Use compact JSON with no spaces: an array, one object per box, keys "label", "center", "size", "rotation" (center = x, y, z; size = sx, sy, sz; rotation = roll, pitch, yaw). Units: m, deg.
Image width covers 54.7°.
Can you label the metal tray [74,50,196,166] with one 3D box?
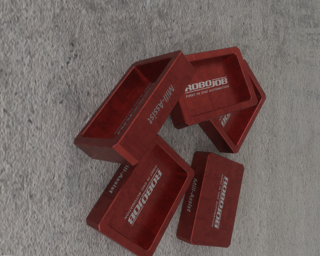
[{"label":"metal tray","center":[-0.027,-0.024,0.338],"size":[0.030,0.090,0.130],"rotation":[47,62,-30]}]

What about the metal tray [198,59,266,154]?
[{"label":"metal tray","center":[0.117,-0.035,0.498],"size":[0.090,0.030,0.130],"rotation":[49,61,-29]}]

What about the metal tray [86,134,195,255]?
[{"label":"metal tray","center":[-0.018,0.083,0.385],"size":[0.090,0.030,0.130],"rotation":[46,62,-30]}]

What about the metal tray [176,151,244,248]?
[{"label":"metal tray","center":[0.079,0.108,0.468],"size":[0.091,0.030,0.129],"rotation":[22,76,-38]}]

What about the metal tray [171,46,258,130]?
[{"label":"metal tray","center":[0.067,-0.058,0.429],"size":[0.131,0.030,0.090],"rotation":[-17,86,-29]}]
